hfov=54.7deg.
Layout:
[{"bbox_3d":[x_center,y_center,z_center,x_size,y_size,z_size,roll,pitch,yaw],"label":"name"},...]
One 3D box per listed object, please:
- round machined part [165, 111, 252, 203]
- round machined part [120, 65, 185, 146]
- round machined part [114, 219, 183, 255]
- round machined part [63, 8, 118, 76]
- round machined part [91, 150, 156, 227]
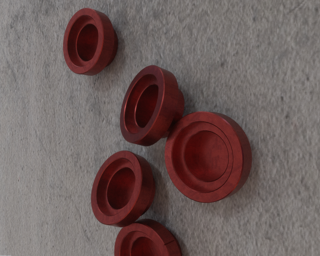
[{"bbox_3d":[0.056,0.031,0.346,0.098,0.042,0.097,0,90,39],"label":"round machined part"},{"bbox_3d":[-0.007,-0.024,0.384,0.098,0.042,0.098,-30,51,47],"label":"round machined part"},{"bbox_3d":[-0.010,0.166,0.401,0.098,0.042,0.097,0,90,39],"label":"round machined part"},{"bbox_3d":[-0.103,-0.129,0.476,0.098,0.042,0.097,0,90,39],"label":"round machined part"},{"bbox_3d":[-0.045,0.082,0.414,0.098,0.042,0.098,-23,54,35],"label":"round machined part"}]
